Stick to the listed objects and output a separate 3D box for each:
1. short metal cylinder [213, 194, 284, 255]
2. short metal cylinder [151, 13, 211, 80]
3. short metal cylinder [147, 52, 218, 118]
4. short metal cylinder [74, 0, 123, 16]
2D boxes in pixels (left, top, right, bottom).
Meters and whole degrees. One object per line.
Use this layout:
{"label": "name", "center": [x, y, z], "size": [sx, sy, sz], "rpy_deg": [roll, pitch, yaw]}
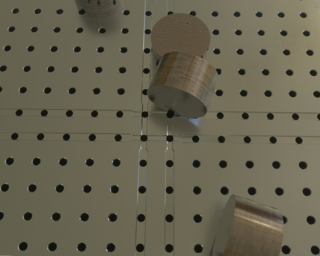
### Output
{"label": "short metal cylinder", "center": [0.094, 0.119, 0.339], "size": [0.050, 0.080, 0.080], "rpy_deg": [18, 71, 6]}
{"label": "short metal cylinder", "center": [0.028, -0.114, 0.440], "size": [0.081, 0.050, 0.080], "rpy_deg": [0, 70, 0]}
{"label": "short metal cylinder", "center": [0.030, -0.054, 0.402], "size": [0.080, 0.080, 0.050], "rpy_deg": [19, 71, 6]}
{"label": "short metal cylinder", "center": [-0.098, -0.223, 0.479], "size": [0.081, 0.050, 0.080], "rpy_deg": [0, 70, 0]}
